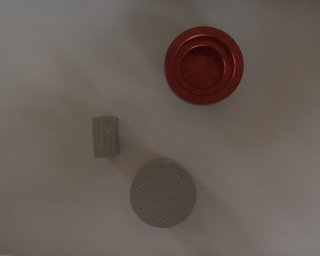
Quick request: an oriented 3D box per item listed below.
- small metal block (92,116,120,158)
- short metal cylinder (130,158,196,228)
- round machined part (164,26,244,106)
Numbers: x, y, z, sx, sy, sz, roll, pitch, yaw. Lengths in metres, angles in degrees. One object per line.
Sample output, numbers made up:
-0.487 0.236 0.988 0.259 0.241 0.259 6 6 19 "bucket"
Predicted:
-0.068 0.011 0.398 0.025 0.050 0.050 -3 90 0 "small metal block"
0.004 0.081 0.399 0.081 0.050 0.079 0 90 -1 "short metal cylinder"
0.055 -0.078 0.404 0.099 0.042 0.097 0 90 -1 "round machined part"
